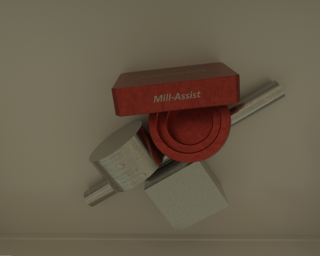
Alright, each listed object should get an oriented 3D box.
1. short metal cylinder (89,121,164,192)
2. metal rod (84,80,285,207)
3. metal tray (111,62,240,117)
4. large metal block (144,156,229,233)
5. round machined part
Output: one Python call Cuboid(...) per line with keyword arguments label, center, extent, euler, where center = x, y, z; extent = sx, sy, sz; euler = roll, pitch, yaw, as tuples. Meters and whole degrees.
Cuboid(label="short metal cylinder", center=(-0.042, 0.035, 0.393), extent=(0.080, 0.080, 0.050), euler=(-32, 107, 10))
Cuboid(label="metal rod", center=(0.025, 0.026, 0.420), extent=(0.300, 0.025, 0.025), euler=(-31, 108, 10))
Cuboid(label="metal tray", center=(0.017, -0.047, 0.357), extent=(0.131, 0.090, 0.030), euler=(-6, 110, 1))
Cuboid(label="large metal block", center=(0.035, 0.082, 0.426), extent=(0.080, 0.050, 0.080), euler=(-31, 108, 10))
Cuboid(label="round machined part", center=(0.038, -0.006, 0.384), extent=(0.098, 0.042, 0.097), euler=(-1, 85, 14))
